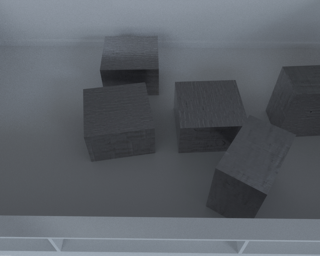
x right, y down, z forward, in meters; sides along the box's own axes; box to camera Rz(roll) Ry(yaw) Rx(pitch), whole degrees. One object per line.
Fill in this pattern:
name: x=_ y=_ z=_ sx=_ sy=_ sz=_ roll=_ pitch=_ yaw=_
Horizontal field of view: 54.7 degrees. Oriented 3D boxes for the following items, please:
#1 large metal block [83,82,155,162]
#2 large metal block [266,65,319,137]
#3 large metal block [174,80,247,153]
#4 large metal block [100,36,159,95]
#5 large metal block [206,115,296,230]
large metal block: x=-0.052 y=-0.009 z=0.396 sx=0.081 sy=0.050 sz=0.080 roll=-7 pitch=50 yaw=-6
large metal block: x=0.193 y=-0.033 z=0.398 sx=0.081 sy=0.080 sz=0.050 roll=-3 pitch=50 yaw=-2
large metal block: x=0.062 y=-0.016 z=0.402 sx=0.081 sy=0.050 sz=0.080 roll=-2 pitch=50 yaw=-2
large metal block: x=-0.043 y=-0.095 z=0.468 sx=0.081 sy=0.050 sz=0.080 roll=-1 pitch=50 yaw=-1
large metal block: x=0.095 y=0.047 z=0.330 sx=0.050 sy=0.080 sz=0.080 roll=27 pitch=55 yaw=21
